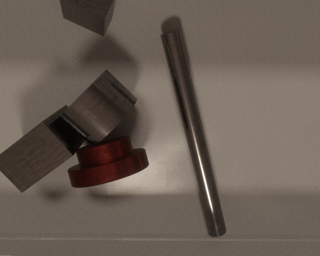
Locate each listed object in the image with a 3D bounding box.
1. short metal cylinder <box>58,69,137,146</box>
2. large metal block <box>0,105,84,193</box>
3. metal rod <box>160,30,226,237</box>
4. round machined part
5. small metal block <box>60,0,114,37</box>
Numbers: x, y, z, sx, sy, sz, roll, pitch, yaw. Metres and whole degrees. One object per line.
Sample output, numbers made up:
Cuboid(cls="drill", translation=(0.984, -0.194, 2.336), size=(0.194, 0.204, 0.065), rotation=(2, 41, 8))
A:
Cuboid(cls="short metal cylinder", translation=(-0.074, -0.024, 0.372), size=(0.080, 0.080, 0.050), rotation=(-42, 105, 13))
Cuboid(cls="large metal block", translation=(-0.143, 0.023, 0.387), size=(0.080, 0.080, 0.050), rotation=(-35, 103, 12))
Cuboid(cls="metal rod", translation=(0.050, 0.021, 0.419), size=(0.025, 0.025, 0.298), rotation=(-14, 110, 5))
Cuboid(cls="round machined part", translation=(-0.066, 0.038, 0.388), size=(0.098, 0.098, 0.042), rotation=(-14, 93, 5))
Cuboid(cls="small metal block", translation=(-0.081, -0.133, 0.345), size=(0.050, 0.050, 0.025), rotation=(23, 80, -9))
